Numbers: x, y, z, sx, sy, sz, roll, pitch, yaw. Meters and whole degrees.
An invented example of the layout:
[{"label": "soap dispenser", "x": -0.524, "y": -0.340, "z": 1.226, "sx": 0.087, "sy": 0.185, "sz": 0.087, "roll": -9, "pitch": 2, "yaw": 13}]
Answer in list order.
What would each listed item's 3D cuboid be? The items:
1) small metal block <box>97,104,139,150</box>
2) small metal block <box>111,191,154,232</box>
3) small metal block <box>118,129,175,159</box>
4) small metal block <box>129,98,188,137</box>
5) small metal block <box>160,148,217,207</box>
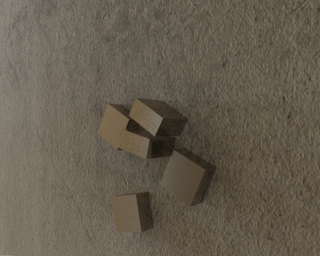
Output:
[{"label": "small metal block", "x": -0.060, "y": -0.002, "z": 0.455, "sx": 0.050, "sy": 0.025, "sz": 0.050, "roll": 35, "pitch": 112, "yaw": 34}, {"label": "small metal block", "x": -0.039, "y": 0.119, "z": 0.437, "sx": 0.050, "sy": 0.025, "sz": 0.050, "roll": -15, "pitch": 80, "yaw": 39}, {"label": "small metal block", "x": -0.017, "y": 0.019, "z": 0.403, "sx": 0.050, "sy": 0.050, "sz": 0.025, "roll": 18, "pitch": 101, "yaw": 38}, {"label": "small metal block", "x": -0.002, "y": -0.014, "z": 0.390, "sx": 0.050, "sy": 0.050, "sz": 0.025, "roll": 38, "pitch": 113, "yaw": 33}, {"label": "small metal block", "x": 0.033, "y": 0.059, "z": 0.377, "sx": 0.050, "sy": 0.025, "sz": 0.050, "roll": 31, "pitch": 109, "yaw": 35}]
